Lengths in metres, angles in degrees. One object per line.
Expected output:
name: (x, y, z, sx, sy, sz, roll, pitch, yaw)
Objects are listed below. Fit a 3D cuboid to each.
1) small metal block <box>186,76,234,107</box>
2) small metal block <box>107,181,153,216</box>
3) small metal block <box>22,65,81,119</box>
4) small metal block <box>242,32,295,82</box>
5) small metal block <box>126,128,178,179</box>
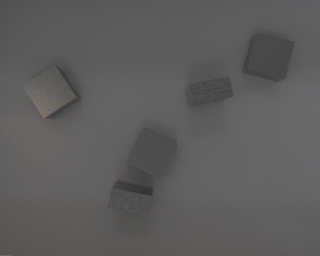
small metal block: (0.062, -0.046, 0.399, 0.050, 0.050, 0.025, -11, 90, 0)
small metal block: (-0.036, 0.089, 0.399, 0.050, 0.050, 0.025, 12, 90, 0)
small metal block: (-0.142, -0.047, 0.410, 0.050, 0.025, 0.050, -33, 90, 0)
small metal block: (0.144, -0.094, 0.412, 0.050, 0.025, 0.050, 15, 90, 0)
small metal block: (-0.010, 0.033, 0.411, 0.050, 0.025, 0.050, 26, 90, 0)
